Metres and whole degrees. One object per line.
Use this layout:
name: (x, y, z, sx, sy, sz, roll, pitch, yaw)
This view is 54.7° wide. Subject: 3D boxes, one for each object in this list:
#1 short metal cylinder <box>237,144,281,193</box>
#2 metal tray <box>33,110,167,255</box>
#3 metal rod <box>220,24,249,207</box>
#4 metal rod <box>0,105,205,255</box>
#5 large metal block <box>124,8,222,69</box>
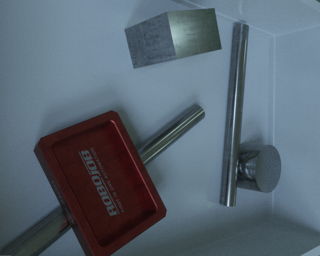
short metal cylinder: (0.164, 0.067, 0.531, 0.081, 0.050, 0.079, 0, 90, -40)
metal tray: (-0.060, 0.056, 0.326, 0.091, 0.030, 0.130, -26, 89, -34)
metal rod: (0.124, -0.023, 0.513, 0.025, 0.025, 0.298, 9, 84, -40)
metal rod: (-0.044, 0.052, 0.371, 0.302, 0.025, 0.025, -37, 113, -34)
large metal block: (0.016, -0.111, 0.386, 0.081, 0.080, 0.050, -21, 104, -38)
